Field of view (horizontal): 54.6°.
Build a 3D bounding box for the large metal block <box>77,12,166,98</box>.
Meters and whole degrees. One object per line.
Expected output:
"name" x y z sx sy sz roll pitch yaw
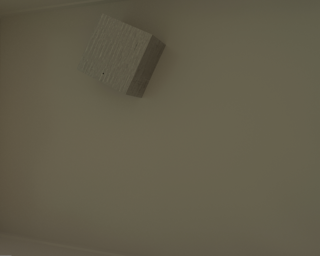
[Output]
"large metal block" -0.051 -0.095 0.416 0.080 0.050 0.080 28 99 18
